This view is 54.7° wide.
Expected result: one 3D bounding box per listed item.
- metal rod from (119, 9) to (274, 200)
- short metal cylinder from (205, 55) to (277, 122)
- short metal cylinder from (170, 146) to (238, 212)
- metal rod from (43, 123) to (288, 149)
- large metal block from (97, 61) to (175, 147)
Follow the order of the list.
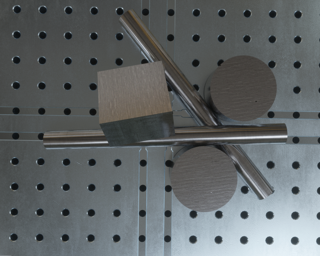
[{"bbox_3d":[0.048,-0.030,0.410,0.025,0.025,0.300,-38,90,0],"label":"metal rod"},{"bbox_3d":[0.101,-0.048,0.398,0.081,0.050,0.079,0,90,0],"label":"short metal cylinder"},{"bbox_3d":[0.053,0.061,0.398,0.081,0.050,0.079,0,90,0],"label":"short metal cylinder"},{"bbox_3d":[0.002,0.011,0.393,0.302,0.025,0.025,-2,90,6],"label":"metal rod"},{"bbox_3d":[-0.029,-0.030,0.379,0.080,0.050,0.080,-10,55,0],"label":"large metal block"}]
